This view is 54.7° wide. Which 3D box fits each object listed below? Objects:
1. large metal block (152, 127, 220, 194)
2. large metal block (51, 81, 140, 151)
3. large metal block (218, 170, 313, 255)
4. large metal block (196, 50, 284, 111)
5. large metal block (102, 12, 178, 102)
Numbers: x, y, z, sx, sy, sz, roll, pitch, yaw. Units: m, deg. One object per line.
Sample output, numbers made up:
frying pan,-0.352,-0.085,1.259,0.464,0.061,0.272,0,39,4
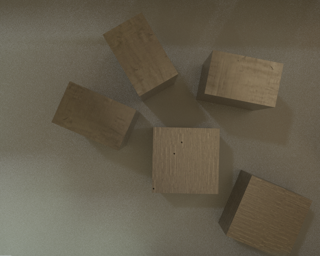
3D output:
large metal block,0.031,0.039,0.399,0.081,0.050,0.079,1,90,-1
large metal block,-0.073,-0.014,0.383,0.080,0.080,0.050,24,90,-1
large metal block,0.133,0.109,0.401,0.080,0.050,0.080,23,90,-1
large metal block,0.094,-0.055,0.385,0.080,0.080,0.050,11,90,-1
large metal block,-0.022,-0.082,0.384,0.050,0.080,0.080,-31,90,0
